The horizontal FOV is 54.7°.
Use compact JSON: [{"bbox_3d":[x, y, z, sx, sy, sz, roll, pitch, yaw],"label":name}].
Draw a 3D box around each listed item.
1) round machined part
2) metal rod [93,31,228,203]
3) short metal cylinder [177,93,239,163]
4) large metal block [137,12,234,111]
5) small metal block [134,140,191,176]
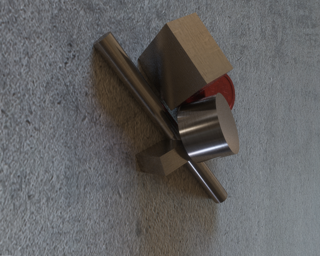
[{"bbox_3d":[0.074,-0.049,0.459,0.099,0.042,0.097,0,90,-40],"label":"round machined part"},{"bbox_3d":[0.015,0.003,0.421,0.025,0.025,0.300,-53,121,-27],"label":"metal rod"},{"bbox_3d":[0.063,0.000,0.397,0.080,0.050,0.080,43,39,-47],"label":"short metal cylinder"},{"bbox_3d":[0.028,-0.079,0.382,0.050,0.080,0.080,-33,89,-34],"label":"large metal block"},{"bbox_3d":[0.005,0.036,0.397,0.050,0.050,0.025,-27,107,-38],"label":"small metal block"}]
